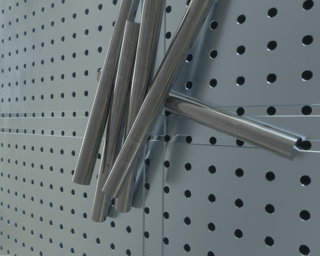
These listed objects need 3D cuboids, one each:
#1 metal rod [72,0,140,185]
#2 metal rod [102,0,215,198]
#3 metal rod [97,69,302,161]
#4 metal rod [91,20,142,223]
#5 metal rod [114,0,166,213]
[{"bbox_3d":[-0.071,-0.069,0.431,0.025,0.025,0.298,14,88,39],"label":"metal rod"},{"bbox_3d":[0.002,-0.050,0.375,0.025,0.025,0.298,32,100,35],"label":"metal rod"},{"bbox_3d":[0.022,-0.030,0.389,0.300,0.025,0.025,25,105,37],"label":"metal rod"},{"bbox_3d":[-0.063,0.005,0.435,0.025,0.025,0.298,29,115,36],"label":"metal rod"},{"bbox_3d":[-0.029,-0.021,0.402,0.025,0.025,0.298,26,115,36],"label":"metal rod"}]
